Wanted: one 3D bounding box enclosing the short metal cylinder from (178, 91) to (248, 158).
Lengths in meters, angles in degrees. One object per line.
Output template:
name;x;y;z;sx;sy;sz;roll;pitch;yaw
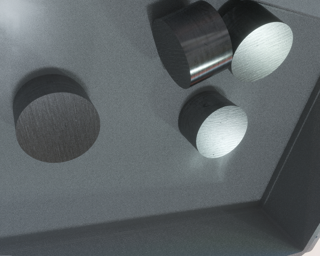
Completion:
short metal cylinder;0.072;-0.005;0.428;0.081;0.050;0.079;-14;124;-21

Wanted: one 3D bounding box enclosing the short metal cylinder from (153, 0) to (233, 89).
short metal cylinder;0.034;-0.089;0.336;0.050;0.080;0.080;-28;128;-11

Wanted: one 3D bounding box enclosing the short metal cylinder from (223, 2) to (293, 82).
short metal cylinder;0.110;-0.103;0.376;0.081;0.050;0.080;-16;139;-14

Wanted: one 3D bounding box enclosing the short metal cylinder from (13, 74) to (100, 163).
short metal cylinder;-0.109;-0.010;0.326;0.081;0.050;0.079;-14;124;-21
